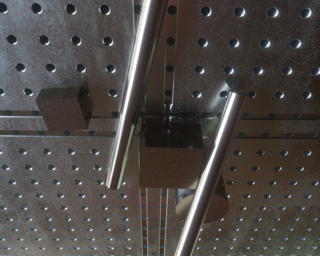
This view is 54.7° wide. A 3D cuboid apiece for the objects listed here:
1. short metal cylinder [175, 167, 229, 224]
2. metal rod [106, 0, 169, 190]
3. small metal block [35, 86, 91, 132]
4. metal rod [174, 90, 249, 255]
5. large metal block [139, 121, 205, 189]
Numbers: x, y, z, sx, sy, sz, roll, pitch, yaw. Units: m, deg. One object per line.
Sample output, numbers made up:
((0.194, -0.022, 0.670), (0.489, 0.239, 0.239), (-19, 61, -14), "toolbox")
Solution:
((0.064, 0.107, 0.487), (0.081, 0.050, 0.079), (-1, 131, 0), "short metal cylinder")
((-0.037, -0.024, 0.390), (0.025, 0.025, 0.298), (10, 130, -9), "metal rod")
((-0.120, -0.023, 0.390), (0.050, 0.025, 0.050), (-4, 130, 3), "small metal block")
((0.060, 0.092, 0.429), (0.025, 0.025, 0.298), (11, 110, -10), "metal rod")
((0.013, 0.039, 0.429), (0.081, 0.050, 0.079), (2, 130, -3), "large metal block")
